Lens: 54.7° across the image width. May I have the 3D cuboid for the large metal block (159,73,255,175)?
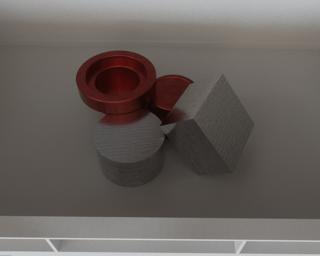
[{"bbox_3d":[0.058,-0.003,0.362,0.050,0.080,0.080,-13,33,46],"label":"large metal block"}]

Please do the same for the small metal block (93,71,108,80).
[{"bbox_3d":[-0.082,-0.067,0.441,0.025,0.050,0.050,37,59,26],"label":"small metal block"}]

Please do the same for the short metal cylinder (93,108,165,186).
[{"bbox_3d":[-0.035,0.022,0.368,0.081,0.050,0.080,0,50,0],"label":"short metal cylinder"}]

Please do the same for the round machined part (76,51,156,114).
[{"bbox_3d":[-0.054,-0.053,0.398,0.099,0.042,0.098,0,50,0],"label":"round machined part"}]

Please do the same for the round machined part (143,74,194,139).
[{"bbox_3d":[0.018,-0.035,0.419,0.099,0.042,0.098,0,50,0],"label":"round machined part"}]
